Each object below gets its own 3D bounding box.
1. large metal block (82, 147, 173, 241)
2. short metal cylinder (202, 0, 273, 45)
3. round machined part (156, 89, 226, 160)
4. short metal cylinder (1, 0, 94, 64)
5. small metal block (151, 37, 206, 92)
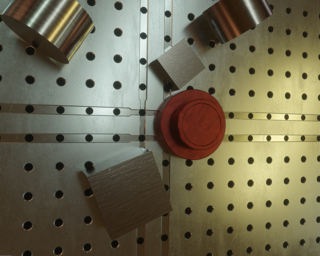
[{"bbox_3d":[-0.041,0.077,0.385,0.081,0.050,0.080,-21,98,-19],"label":"large metal block"},{"bbox_3d":[0.105,-0.157,0.423,0.080,0.080,0.050,-36,102,-17],"label":"short metal cylinder"},{"bbox_3d":[0.048,-0.004,0.422,0.099,0.042,0.097,0,90,-20],"label":"round machined part"},{"bbox_3d":[-0.121,-0.115,0.339,0.080,0.080,0.050,34,79,-17],"label":"short metal cylinder"},{"bbox_3d":[0.025,-0.086,0.423,0.050,0.025,0.050,-41,104,-16],"label":"small metal block"}]
